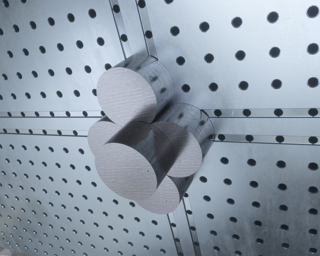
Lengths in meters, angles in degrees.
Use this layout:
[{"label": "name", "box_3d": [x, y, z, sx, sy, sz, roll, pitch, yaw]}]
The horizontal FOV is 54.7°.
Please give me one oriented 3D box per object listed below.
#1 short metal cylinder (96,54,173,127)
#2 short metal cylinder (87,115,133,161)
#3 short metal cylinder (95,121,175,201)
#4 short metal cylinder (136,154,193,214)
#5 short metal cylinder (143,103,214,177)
[{"label": "short metal cylinder", "box_3d": [-0.030, -0.045, 0.383, 0.080, 0.050, 0.079, 13, 124, 20]}, {"label": "short metal cylinder", "box_3d": [-0.053, 0.014, 0.432, 0.080, 0.050, 0.079, 13, 124, 21]}, {"label": "short metal cylinder", "box_3d": [-0.029, 0.039, 0.369, 0.080, 0.050, 0.079, 13, 124, 21]}, {"label": "short metal cylinder", "box_3d": [0.000, 0.075, 0.441, 0.080, 0.050, 0.079, 12, 122, 21]}, {"label": "short metal cylinder", "box_3d": [0.023, 0.015, 0.392, 0.080, 0.050, 0.079, 13, 124, 21]}]
